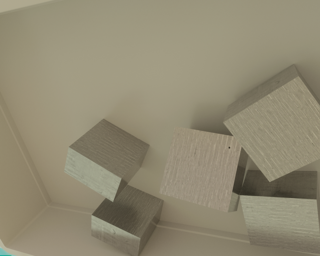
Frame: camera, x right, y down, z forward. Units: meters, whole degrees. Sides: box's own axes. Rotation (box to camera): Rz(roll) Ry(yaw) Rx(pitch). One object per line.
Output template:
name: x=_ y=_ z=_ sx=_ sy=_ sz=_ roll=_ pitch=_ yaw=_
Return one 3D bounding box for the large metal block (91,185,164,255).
large metal block: x=-0.050 y=0.141 z=0.485 sx=0.080 sy=0.080 sz=0.050 roll=20 pitch=126 yaw=16

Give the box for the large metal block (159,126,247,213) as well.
large metal block: x=0.054 y=0.048 z=0.364 sx=0.080 sy=0.050 sz=0.080 roll=10 pitch=82 yaw=26

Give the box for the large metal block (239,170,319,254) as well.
large metal block: x=0.148 y=0.099 z=0.375 sx=0.080 sy=0.050 sz=0.080 roll=-3 pitch=117 yaw=29

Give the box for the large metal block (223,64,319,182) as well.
large metal block: x=0.124 y=-0.005 z=0.316 sx=0.080 sy=0.050 sz=0.080 roll=-35 pitch=99 yaw=28

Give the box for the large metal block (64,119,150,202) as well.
large metal block: x=-0.073 y=0.043 z=0.436 sx=0.080 sy=0.080 sz=0.050 roll=29 pitch=128 yaw=9
